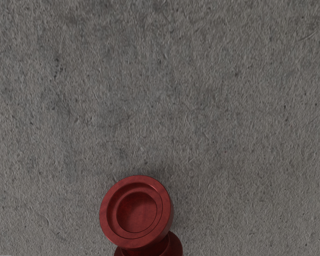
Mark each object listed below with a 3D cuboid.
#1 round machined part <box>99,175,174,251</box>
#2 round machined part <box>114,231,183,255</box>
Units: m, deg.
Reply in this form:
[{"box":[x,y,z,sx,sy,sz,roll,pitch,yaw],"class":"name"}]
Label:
[{"box":[-0.029,0.118,0.424,0.098,0.098,0.042,-15,145,5],"class":"round machined part"},{"box":[-0.017,0.174,0.433,0.099,0.098,0.042,-8,116,3],"class":"round machined part"}]
